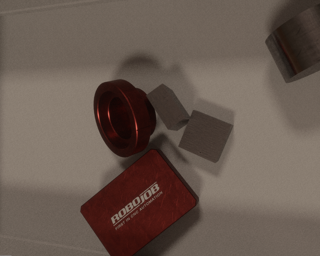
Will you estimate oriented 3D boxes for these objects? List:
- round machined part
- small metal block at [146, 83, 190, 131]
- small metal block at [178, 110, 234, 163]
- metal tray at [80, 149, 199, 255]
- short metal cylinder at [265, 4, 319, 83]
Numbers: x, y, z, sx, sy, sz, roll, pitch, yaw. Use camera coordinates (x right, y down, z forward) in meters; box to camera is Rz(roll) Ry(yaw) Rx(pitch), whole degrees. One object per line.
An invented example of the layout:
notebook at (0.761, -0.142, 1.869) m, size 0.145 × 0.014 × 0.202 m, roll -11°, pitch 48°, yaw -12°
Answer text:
round machined part at (-0.042, -0.015, 0.399) m, size 0.098 × 0.042 × 0.097 m, roll 25°, pitch 124°, yaw 44°
small metal block at (0.013, -0.025, 0.391) m, size 0.025 × 0.050 × 0.050 m, roll -35°, pitch 79°, yaw 11°
small metal block at (0.058, 0.010, 0.390) m, size 0.050 × 0.025 × 0.050 m, roll 24°, pitch 98°, yaw 18°
metal tray at (-0.027, 0.100, 0.405) m, size 0.130 × 0.030 × 0.090 m, roll -40°, pitch 77°, yaw 5°
short metal cylinder at (0.160, -0.088, 0.325) m, size 0.080 × 0.080 × 0.050 m, roll -26°, pitch 82°, yaw 18°
